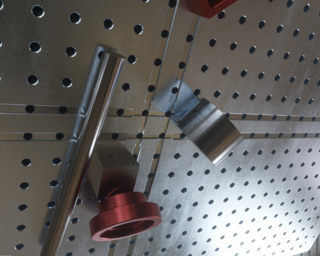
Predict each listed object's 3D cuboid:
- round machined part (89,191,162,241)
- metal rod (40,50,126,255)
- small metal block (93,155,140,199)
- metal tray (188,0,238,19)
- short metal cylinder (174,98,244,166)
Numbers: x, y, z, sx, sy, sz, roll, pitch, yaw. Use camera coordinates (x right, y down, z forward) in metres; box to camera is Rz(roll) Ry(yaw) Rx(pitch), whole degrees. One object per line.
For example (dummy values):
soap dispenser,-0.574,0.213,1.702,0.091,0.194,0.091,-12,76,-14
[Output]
round machined part,-0.049,0.121,0.433,0.099,0.042,0.098,-13,151,-7
metal rod,-0.103,0.049,0.386,0.025,0.025,0.298,9,114,-33
small metal block,-0.060,0.066,0.420,0.050,0.025,0.050,0,118,-29
metal tray,0.081,-0.192,0.334,0.130,0.030,0.090,-35,129,-6
short metal cylinder,0.065,0.005,0.417,0.050,0.080,0.080,-43,130,1
